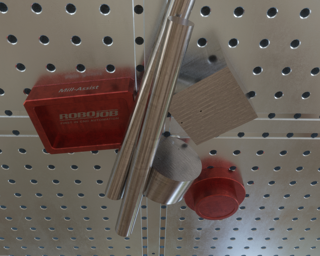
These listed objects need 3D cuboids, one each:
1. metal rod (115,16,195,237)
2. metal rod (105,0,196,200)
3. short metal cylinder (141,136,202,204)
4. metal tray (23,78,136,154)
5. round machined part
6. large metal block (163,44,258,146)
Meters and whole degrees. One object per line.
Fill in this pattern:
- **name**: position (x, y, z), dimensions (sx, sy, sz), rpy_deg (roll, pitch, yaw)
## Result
- **metal rod**: position (-0.016, 0.024, 0.358), dimensions (0.025, 0.025, 0.298), rpy_deg (10, 123, -9)
- **metal rod**: position (-0.014, -0.034, 0.350), dimensions (0.025, 0.025, 0.298), rpy_deg (15, 119, -13)
- **short metal cylinder**: position (0.010, 0.056, 0.424), dimensions (0.081, 0.080, 0.050), rpy_deg (16, 128, -14)
- **metal tray**: position (-0.091, -0.013, 0.396), dimensions (0.131, 0.030, 0.089), rpy_deg (-5, 130, 4)
- **round machined part**: position (0.088, 0.112, 0.497), dimensions (0.099, 0.042, 0.097), rpy_deg (-1, 130, 0)
- **large metal block**: position (0.057, -0.036, 0.365), dimensions (0.080, 0.050, 0.080), rpy_deg (-27, 126, 21)
